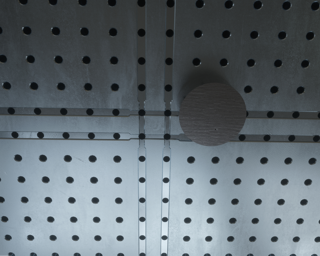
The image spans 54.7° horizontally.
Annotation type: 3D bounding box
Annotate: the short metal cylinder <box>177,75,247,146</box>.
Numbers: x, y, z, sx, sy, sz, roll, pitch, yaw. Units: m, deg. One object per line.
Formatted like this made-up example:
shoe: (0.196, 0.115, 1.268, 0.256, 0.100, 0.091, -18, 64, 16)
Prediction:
short metal cylinder: (0.063, -0.023, 0.392, 0.081, 0.050, 0.079, 0, 110, -1)
